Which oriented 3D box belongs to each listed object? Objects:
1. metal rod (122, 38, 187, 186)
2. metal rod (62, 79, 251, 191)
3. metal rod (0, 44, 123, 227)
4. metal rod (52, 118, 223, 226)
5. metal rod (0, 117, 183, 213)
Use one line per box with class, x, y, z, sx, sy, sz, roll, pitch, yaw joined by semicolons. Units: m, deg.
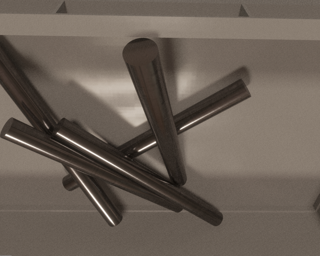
metal rod;0.008;0.013;0.346;0.025;0.025;0.299;-7;153;6
metal rod;-0.019;0.019;0.424;0.300;0.025;0.025;-29;125;22
metal rod;-0.128;0.028;0.407;0.025;0.025;0.299;-18;121;14
metal rod;-0.013;0.074;0.440;0.301;0.025;0.025;35;122;-29
metal rod;-0.068;0.065;0.429;0.025;0.025;0.301;-35;133;25
